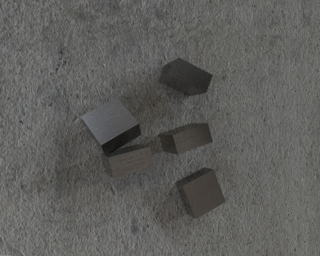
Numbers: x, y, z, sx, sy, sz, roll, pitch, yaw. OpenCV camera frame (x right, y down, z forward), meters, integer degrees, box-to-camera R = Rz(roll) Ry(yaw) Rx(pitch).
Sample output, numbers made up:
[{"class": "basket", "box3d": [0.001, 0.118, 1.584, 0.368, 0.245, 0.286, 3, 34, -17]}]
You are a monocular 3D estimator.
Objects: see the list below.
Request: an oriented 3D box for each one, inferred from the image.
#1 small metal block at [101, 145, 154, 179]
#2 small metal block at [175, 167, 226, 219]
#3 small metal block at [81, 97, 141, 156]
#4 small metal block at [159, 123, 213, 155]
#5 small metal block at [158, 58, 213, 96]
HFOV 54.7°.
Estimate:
[{"class": "small metal block", "box3d": [-0.041, 0.039, 0.381, 0.050, 0.050, 0.025, -14, 95, -20]}, {"class": "small metal block", "box3d": [0.056, 0.089, 0.430, 0.050, 0.025, 0.050, -24, 98, -19]}, {"class": "small metal block", "box3d": [-0.059, -0.003, 0.373, 0.050, 0.025, 0.050, -31, 60, -18]}, {"class": "small metal block", "box3d": [0.033, 0.013, 0.408, 0.050, 0.050, 0.025, -18, 97, -19]}, {"class": "small metal block", "box3d": [0.032, -0.065, 0.407, 0.050, 0.050, 0.025, 23, 83, -19]}]
